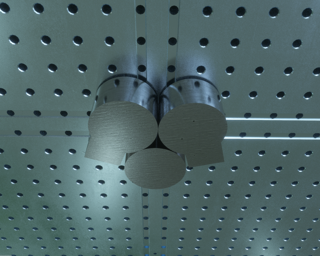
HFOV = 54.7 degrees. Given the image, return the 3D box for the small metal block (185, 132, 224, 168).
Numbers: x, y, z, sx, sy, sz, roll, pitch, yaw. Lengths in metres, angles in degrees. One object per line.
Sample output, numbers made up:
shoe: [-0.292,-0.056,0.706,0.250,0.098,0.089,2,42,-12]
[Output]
small metal block: [0.059,0.025,0.430,0.050,0.025,0.050,-11,130,9]

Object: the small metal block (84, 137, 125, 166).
small metal block: [-0.071,0.021,0.424,0.050,0.025,0.050,16,128,-14]

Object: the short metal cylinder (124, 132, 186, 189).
short metal cylinder: [-0.006,0.039,0.423,0.081,0.050,0.079,0,130,0]

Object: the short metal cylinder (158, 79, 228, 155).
short metal cylinder: [0.038,-0.013,0.380,0.081,0.050,0.079,0,130,0]

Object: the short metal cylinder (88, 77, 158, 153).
short metal cylinder: [-0.043,-0.015,0.377,0.081,0.050,0.079,0,130,0]
